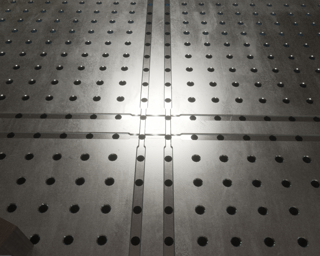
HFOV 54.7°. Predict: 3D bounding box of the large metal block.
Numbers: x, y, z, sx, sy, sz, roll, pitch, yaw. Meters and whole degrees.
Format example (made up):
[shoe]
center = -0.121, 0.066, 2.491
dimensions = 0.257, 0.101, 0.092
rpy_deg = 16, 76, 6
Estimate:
[large metal block]
center = -0.184, 0.120, 0.289
dimensions = 0.080, 0.050, 0.080
rpy_deg = 20, 53, 16
